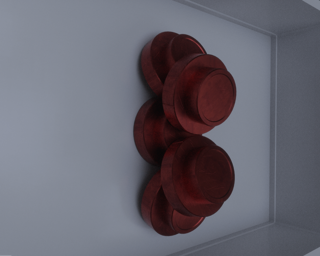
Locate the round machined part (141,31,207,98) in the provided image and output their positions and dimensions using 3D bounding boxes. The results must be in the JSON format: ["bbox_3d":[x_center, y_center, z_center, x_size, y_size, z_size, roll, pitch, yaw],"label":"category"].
[{"bbox_3d":[0.028,-0.082,0.402,0.099,0.042,0.098,16,64,-35],"label":"round machined part"}]

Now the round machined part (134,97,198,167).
[{"bbox_3d":[0.018,0.004,0.408,0.099,0.042,0.097,1,88,-40],"label":"round machined part"}]

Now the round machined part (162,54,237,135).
[{"bbox_3d":[0.054,-0.039,0.372,0.099,0.042,0.097,-13,110,-37],"label":"round machined part"}]

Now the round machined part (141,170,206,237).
[{"bbox_3d":[0.028,0.096,0.399,0.099,0.042,0.097,-15,114,-36],"label":"round machined part"}]

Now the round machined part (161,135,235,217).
[{"bbox_3d":[0.052,0.056,0.371,0.099,0.042,0.098,11,72,-38],"label":"round machined part"}]
